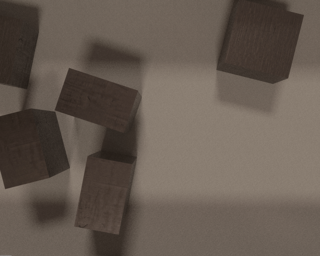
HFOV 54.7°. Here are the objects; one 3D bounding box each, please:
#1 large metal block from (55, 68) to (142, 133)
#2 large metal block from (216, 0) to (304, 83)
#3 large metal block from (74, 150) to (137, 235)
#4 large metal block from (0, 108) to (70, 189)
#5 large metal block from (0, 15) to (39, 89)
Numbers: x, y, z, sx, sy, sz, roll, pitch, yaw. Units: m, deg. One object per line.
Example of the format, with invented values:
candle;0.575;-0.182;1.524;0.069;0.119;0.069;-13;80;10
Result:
large metal block;-0.071;-0.031;0.383;0.080;0.080;0.050;18;90;-1
large metal block;0.126;-0.109;0.401;0.080;0.050;0.080;14;90;-1
large metal block;-0.063;0.074;0.383;0.050;0.080;0.080;11;90;0
large metal block;-0.157;0.023;0.382;0.050;0.080;0.080;-14;90;0
large metal block;-0.212;-0.099;0.396;0.080;0.050;0.080;11;90;-1
